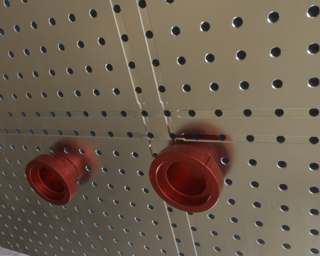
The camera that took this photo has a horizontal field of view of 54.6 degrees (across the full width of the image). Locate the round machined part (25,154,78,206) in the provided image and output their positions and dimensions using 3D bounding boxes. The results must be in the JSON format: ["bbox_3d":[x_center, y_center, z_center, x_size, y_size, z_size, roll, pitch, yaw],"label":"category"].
[{"bbox_3d":[-0.187,0.087,0.554,0.098,0.042,0.097,13,124,21],"label":"round machined part"}]

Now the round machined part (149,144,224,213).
[{"bbox_3d":[0.038,0.063,0.419,0.098,0.042,0.097,13,124,21],"label":"round machined part"}]
